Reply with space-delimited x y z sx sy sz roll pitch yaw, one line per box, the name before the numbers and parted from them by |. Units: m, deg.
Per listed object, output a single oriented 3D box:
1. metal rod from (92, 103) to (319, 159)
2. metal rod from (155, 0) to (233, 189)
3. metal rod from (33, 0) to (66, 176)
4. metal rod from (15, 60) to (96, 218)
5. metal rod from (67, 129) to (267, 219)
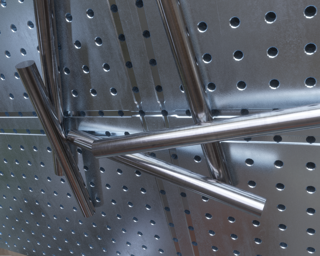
metal rod | 0.056 0.005 0.352 0.301 0.025 0.025 -10 114 21
metal rod | 0.042 -0.040 0.363 0.025 0.025 0.298 -6 116 31
metal rod | -0.159 -0.046 0.463 0.025 0.025 0.298 19 126 17
metal rod | -0.154 0.037 0.489 0.025 0.025 0.298 8 129 24
metal rod | -0.008 0.053 0.426 0.301 0.025 0.025 17 126 25
